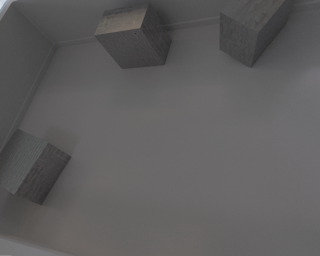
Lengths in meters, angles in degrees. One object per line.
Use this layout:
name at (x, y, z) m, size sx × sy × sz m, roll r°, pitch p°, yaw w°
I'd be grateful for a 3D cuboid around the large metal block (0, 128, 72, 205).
large metal block at (-0.193, 0.056, 0.457) m, size 0.080 × 0.050 × 0.080 m, roll 17°, pitch 70°, yaw 34°

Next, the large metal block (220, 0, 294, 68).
large metal block at (0.119, -0.135, 0.383) m, size 0.050 × 0.080 × 0.080 m, roll 37°, pitch 82°, yaw 18°

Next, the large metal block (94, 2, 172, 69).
large metal block at (-0.039, -0.138, 0.476) m, size 0.080 × 0.080 × 0.050 m, roll 1°, pitch 62°, yaw 29°
